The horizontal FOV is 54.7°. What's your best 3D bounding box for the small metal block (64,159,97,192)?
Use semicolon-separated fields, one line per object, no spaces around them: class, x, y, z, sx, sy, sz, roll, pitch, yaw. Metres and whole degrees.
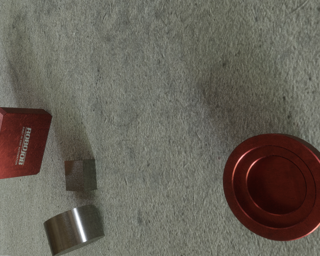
small metal block;-0.132;0.078;0.514;0.050;0.025;0.050;-7;86;39

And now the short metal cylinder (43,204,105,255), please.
short metal cylinder;-0.132;0.158;0.478;0.080;0.081;0.050;-37;68;34

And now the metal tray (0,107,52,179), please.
metal tray;-0.262;0.028;0.579;0.030;0.091;0.129;29;108;36

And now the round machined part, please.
round machined part;0.115;0.054;0.299;0.098;0.042;0.097;0;90;40
